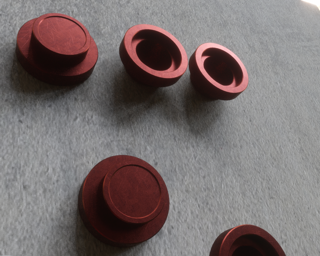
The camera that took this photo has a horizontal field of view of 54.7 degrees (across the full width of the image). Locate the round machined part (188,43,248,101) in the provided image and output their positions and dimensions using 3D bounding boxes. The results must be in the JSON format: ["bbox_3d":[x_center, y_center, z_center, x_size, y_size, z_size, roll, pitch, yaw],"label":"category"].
[{"bbox_3d":[0.088,-0.084,0.494,0.099,0.042,0.098,14,56,-21],"label":"round machined part"}]

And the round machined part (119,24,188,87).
[{"bbox_3d":[-0.012,-0.099,0.448,0.099,0.042,0.098,14,56,-21],"label":"round machined part"}]

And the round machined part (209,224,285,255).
[{"bbox_3d":[0.095,0.163,0.347,0.099,0.042,0.098,14,56,-21],"label":"round machined part"}]

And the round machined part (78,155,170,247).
[{"bbox_3d":[-0.033,0.073,0.332,0.099,0.042,0.098,14,56,-21],"label":"round machined part"}]

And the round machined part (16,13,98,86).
[{"bbox_3d":[-0.126,-0.105,0.390,0.099,0.042,0.098,14,56,-21],"label":"round machined part"}]
